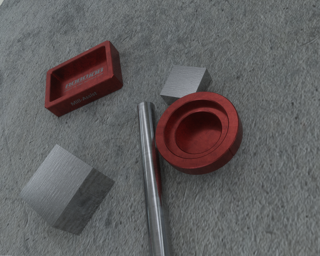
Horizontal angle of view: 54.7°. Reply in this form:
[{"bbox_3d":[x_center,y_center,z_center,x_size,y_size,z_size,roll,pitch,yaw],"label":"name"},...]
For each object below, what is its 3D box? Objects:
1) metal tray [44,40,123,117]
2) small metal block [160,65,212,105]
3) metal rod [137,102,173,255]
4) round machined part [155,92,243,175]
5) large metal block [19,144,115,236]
[{"bbox_3d":[-0.129,-0.082,0.518,0.130,0.030,0.090,-22,53,14],"label":"metal tray"},{"bbox_3d":[0.036,-0.056,0.419,0.050,0.025,0.050,12,68,33],"label":"small metal block"},{"bbox_3d":[-0.004,0.094,0.347,0.025,0.025,0.299,-19,54,17],"label":"metal rod"},{"bbox_3d":[0.048,0.009,0.362,0.098,0.042,0.098,-13,56,21],"label":"round machined part"},{"bbox_3d":[-0.120,0.079,0.403,0.080,0.050,0.080,24,74,36],"label":"large metal block"}]
